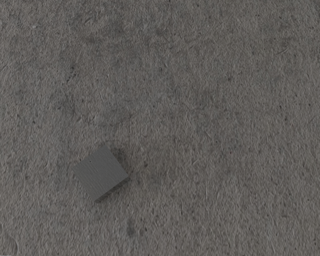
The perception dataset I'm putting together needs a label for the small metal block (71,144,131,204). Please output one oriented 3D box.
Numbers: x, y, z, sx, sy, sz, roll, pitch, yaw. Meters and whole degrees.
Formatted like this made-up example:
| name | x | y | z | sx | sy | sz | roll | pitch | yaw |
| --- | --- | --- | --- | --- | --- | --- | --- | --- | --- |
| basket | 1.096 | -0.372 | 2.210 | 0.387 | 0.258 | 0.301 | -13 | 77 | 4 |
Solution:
| name | x | y | z | sx | sy | sz | roll | pitch | yaw |
| --- | --- | --- | --- | --- | --- | --- | --- | --- | --- |
| small metal block | -0.073 | 0.058 | 0.387 | 0.050 | 0.025 | 0.050 | -36 | 74 | -12 |
